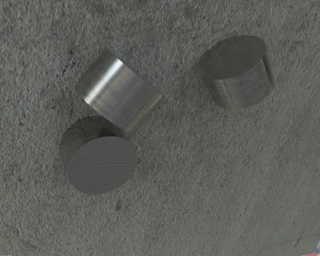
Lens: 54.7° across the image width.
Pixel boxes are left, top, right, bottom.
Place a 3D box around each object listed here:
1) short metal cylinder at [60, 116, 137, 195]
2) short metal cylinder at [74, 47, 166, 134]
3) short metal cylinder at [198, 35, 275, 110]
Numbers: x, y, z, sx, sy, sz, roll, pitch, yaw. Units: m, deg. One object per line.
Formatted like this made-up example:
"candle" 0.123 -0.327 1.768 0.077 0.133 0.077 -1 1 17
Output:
"short metal cylinder" -0.074 0.032 0.370 0.081 0.050 0.079 -14 124 -21
"short metal cylinder" -0.041 -0.039 0.325 0.050 0.080 0.080 -50 129 7
"short metal cylinder" 0.094 -0.068 0.380 0.080 0.080 0.050 -37 129 -4
